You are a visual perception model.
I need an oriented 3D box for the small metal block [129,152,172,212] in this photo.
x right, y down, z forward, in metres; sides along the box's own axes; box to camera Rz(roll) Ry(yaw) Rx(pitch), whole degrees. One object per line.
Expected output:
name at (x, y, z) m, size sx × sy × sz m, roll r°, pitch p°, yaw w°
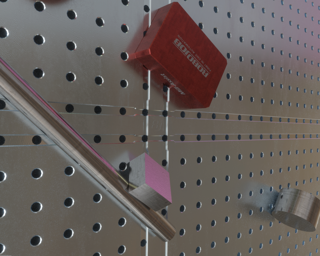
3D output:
small metal block at (-0.012, 0.067, 0.384) m, size 0.050 × 0.025 × 0.050 m, roll 44°, pitch 25°, yaw -32°

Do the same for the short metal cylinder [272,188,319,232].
short metal cylinder at (0.266, 0.158, 0.600) m, size 0.080 × 0.080 × 0.050 m, roll 45°, pitch 63°, yaw -31°

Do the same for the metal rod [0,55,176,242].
metal rod at (-0.073, 0.041, 0.349) m, size 0.300 × 0.025 × 0.025 m, roll 51°, pitch 60°, yaw -28°

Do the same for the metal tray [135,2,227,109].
metal tray at (0.036, -0.098, 0.438) m, size 0.130 × 0.030 × 0.090 m, roll 38°, pitch 67°, yaw -34°
